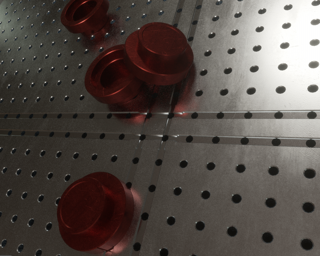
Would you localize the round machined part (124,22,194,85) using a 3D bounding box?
[{"bbox_3d":[0.000,-0.110,0.432,0.099,0.042,0.098,7,54,-9],"label":"round machined part"}]

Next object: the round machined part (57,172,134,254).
[{"bbox_3d":[-0.085,0.099,0.380,0.098,0.042,0.098,-13,56,20],"label":"round machined part"}]

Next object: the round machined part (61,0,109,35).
[{"bbox_3d":[-0.141,-0.221,0.604,0.098,0.042,0.098,-13,56,20],"label":"round machined part"}]

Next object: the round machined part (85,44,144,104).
[{"bbox_3d":[-0.063,-0.078,0.476,0.098,0.042,0.098,-13,56,20],"label":"round machined part"}]
